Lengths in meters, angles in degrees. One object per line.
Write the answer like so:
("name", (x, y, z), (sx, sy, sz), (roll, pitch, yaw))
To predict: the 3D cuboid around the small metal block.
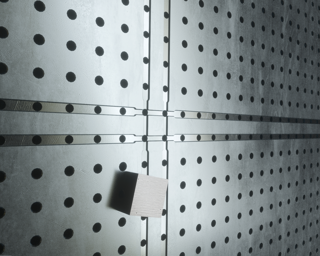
("small metal block", (-0.020, 0.085, 0.394), (0.050, 0.025, 0.050), (19, 78, -39))
